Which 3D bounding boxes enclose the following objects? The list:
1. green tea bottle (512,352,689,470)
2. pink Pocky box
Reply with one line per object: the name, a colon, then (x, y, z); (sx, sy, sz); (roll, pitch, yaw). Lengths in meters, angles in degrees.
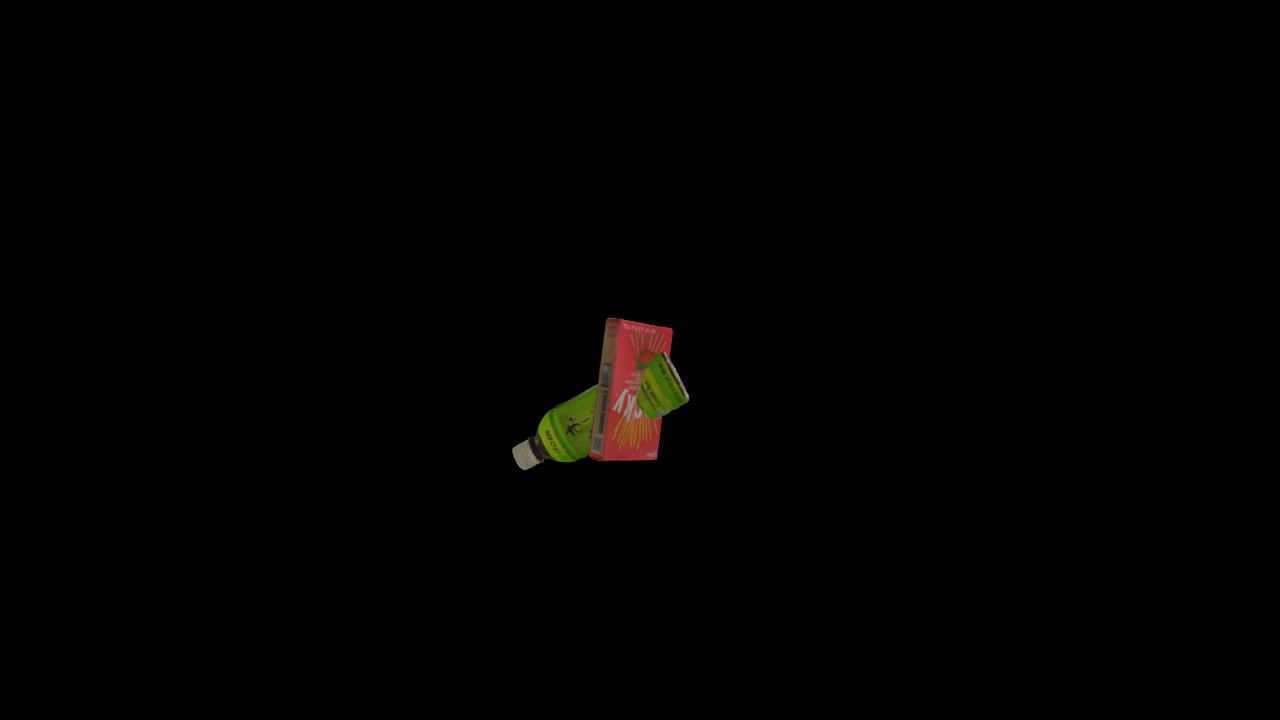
green tea bottle: (-0.050, 0.065, 0.711); (0.212, 0.073, 0.073); (-28, -3, 7)
pink Pocky box: (-0.009, 0.035, 0.686); (0.084, 0.155, 0.029); (8, -1, -43)
